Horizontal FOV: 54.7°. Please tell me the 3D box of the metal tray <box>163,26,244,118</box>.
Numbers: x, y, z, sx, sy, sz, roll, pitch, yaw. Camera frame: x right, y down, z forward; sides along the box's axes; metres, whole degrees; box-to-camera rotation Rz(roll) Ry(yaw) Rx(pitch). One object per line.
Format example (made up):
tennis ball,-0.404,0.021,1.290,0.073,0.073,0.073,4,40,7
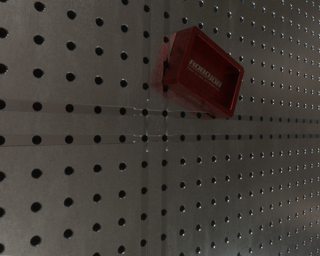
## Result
metal tray,0.071,-0.079,0.467,0.131,0.030,0.090,27,73,-37
